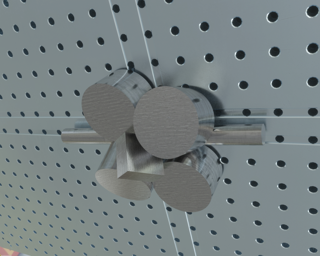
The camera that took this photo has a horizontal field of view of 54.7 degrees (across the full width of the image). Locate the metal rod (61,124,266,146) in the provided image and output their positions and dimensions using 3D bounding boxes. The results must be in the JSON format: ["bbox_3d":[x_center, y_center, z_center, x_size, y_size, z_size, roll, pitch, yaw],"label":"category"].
[{"bbox_3d":[-0.015,0.010,0.420,0.300,0.025,0.025,-1,118,28],"label":"metal rod"}]

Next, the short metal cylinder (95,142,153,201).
[{"bbox_3d":[-0.043,0.059,0.433,0.080,0.050,0.080,14,143,11],"label":"short metal cylinder"}]

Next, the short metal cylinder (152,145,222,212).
[{"bbox_3d":[0.037,0.064,0.410,0.080,0.050,0.079,13,124,21],"label":"short metal cylinder"}]

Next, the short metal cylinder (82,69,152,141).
[{"bbox_3d":[-0.052,-0.029,0.399,0.080,0.050,0.079,13,124,21],"label":"short metal cylinder"}]

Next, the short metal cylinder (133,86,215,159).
[{"bbox_3d":[0.017,-0.008,0.360,0.080,0.050,0.079,3,97,28],"label":"short metal cylinder"}]

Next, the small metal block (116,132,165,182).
[{"bbox_3d":[-0.025,0.036,0.380,0.050,0.050,0.025,13,146,-32],"label":"small metal block"}]
